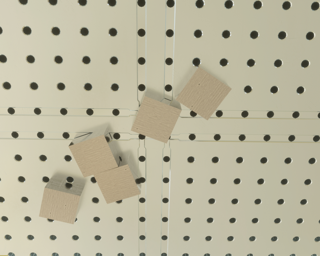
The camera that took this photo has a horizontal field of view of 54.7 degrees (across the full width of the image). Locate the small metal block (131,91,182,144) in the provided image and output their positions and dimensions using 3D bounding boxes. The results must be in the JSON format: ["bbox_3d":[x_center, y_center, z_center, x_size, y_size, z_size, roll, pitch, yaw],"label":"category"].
[{"bbox_3d":[-0.005,-0.014,0.408,0.050,0.025,0.050,21,109,-8],"label":"small metal block"}]

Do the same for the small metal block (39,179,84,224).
[{"bbox_3d":[-0.143,0.107,0.451,0.050,0.025,0.050,15,109,-6],"label":"small metal block"}]

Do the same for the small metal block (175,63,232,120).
[{"bbox_3d":[0.054,-0.046,0.397,0.050,0.025,0.050,32,107,-12],"label":"small metal block"}]

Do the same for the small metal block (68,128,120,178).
[{"bbox_3d":[-0.089,0.034,0.425,0.050,0.025,0.050,-18,109,6],"label":"small metal block"}]

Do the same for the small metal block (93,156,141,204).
[{"bbox_3d":[-0.059,0.074,0.440,0.050,0.025,0.050,-18,109,6],"label":"small metal block"}]
